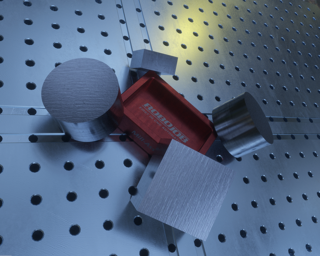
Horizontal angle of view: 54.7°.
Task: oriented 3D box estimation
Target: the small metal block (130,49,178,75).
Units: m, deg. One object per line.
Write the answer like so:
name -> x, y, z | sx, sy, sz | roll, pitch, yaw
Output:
small metal block -> -0.010, -0.093, 0.440 | 0.050, 0.050, 0.025 | 8, 96, -24

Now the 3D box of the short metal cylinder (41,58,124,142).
short metal cylinder -> -0.083, -0.031, 0.347 | 0.081, 0.050, 0.080 | 0, 65, 0

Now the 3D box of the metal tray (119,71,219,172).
metal tray -> 0.007, -0.007, 0.412 | 0.130, 0.030, 0.090 | 41, 51, 0

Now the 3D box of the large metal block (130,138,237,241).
large metal block -> 0.024, 0.065, 0.343 | 0.080, 0.050, 0.080 | 28, 83, -11

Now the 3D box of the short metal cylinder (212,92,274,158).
short metal cylinder -> 0.117, -0.004, 0.438 | 0.080, 0.050, 0.080 | 38, 37, -35
